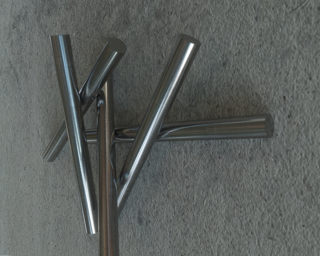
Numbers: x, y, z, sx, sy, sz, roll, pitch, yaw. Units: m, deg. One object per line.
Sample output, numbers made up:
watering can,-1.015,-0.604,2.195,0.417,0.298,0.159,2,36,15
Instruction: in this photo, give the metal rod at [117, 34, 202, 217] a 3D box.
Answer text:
metal rod,-0.024,0.024,0.394,0.025,0.025,0.298,46,126,30

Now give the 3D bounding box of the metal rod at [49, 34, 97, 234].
metal rod,-0.118,0.021,0.446,0.025,0.025,0.298,12,115,39

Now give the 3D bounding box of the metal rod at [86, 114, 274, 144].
metal rod,-0.005,0.006,0.408,0.300,0.025,0.025,-4,88,39

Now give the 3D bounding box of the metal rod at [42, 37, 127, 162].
metal rod,-0.128,-0.024,0.474,0.298,0.025,0.025,-44,63,43

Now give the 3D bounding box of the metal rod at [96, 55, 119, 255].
metal rod,-0.074,0.032,0.424,0.025,0.025,0.299,-23,63,38
